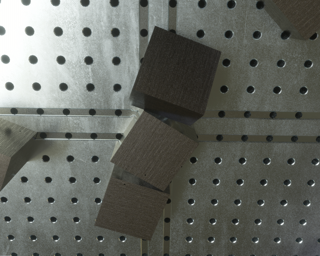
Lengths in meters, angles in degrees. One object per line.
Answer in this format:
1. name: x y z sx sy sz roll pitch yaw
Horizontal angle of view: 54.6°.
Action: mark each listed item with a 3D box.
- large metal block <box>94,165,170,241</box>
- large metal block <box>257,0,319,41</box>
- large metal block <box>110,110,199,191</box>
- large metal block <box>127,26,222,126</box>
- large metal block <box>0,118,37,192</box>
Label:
1. large metal block: -0.038 0.101 0.437 0.080 0.050 0.080 18 109 -7
2. large metal block: 0.160 -0.157 0.343 0.080 0.050 0.080 43 105 -14
3. large metal block: -0.007 0.022 0.408 0.080 0.050 0.080 31 107 -11
4. large metal block: 0.016 -0.058 0.359 0.080 0.050 0.080 19 73 -7
5. large metal block: -0.216 0.026 0.392 0.080 0.080 0.050 23 109 -8
